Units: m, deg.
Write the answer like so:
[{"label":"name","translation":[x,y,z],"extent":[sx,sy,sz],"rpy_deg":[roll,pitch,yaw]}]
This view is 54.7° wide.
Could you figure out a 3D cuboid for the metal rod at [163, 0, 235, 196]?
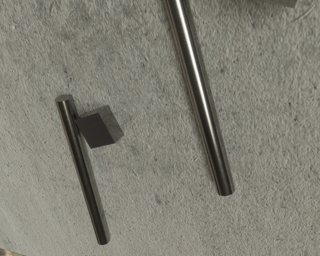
[{"label":"metal rod","translation":[0.044,-0.048,0.353],"extent":[0.025,0.025,0.298],"rpy_deg":[-4,117,30]}]

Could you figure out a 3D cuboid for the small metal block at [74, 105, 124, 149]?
[{"label":"small metal block","translation":[-0.089,-0.001,0.453],"extent":[0.050,0.025,0.050],"rpy_deg":[-14,112,33]}]

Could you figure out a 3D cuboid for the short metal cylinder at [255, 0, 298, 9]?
[{"label":"short metal cylinder","translation":[0.092,-0.139,0.237],"extent":[0.050,0.080,0.079],"rpy_deg":[20,126,16]}]

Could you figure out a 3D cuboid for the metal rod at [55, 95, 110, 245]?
[{"label":"metal rod","translation":[-0.125,0.086,0.525],"extent":[0.025,0.025,0.298],"rpy_deg":[7,122,24]}]
